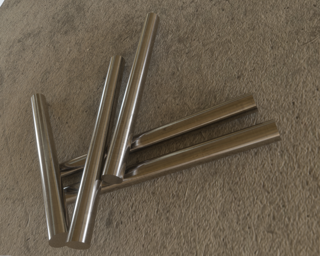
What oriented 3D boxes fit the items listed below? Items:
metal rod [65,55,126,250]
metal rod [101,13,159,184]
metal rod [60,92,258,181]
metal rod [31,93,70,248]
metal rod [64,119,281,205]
[{"bbox_3d":[-0.076,0.005,0.411,0.025,0.025,0.300,-14,47,20],"label":"metal rod"},{"bbox_3d":[-0.034,-0.063,0.439,0.025,0.025,0.300,-8,52,24],"label":"metal rod"},{"bbox_3d":[-0.024,0.019,0.404,0.301,0.025,0.025,-20,54,16],"label":"metal rod"},{"bbox_3d":[-0.160,0.034,0.438,0.025,0.025,0.300,-37,42,3],"label":"metal rod"},{"bbox_3d":[-0.009,0.050,0.378,0.301,0.025,0.025,-19,54,16],"label":"metal rod"}]
